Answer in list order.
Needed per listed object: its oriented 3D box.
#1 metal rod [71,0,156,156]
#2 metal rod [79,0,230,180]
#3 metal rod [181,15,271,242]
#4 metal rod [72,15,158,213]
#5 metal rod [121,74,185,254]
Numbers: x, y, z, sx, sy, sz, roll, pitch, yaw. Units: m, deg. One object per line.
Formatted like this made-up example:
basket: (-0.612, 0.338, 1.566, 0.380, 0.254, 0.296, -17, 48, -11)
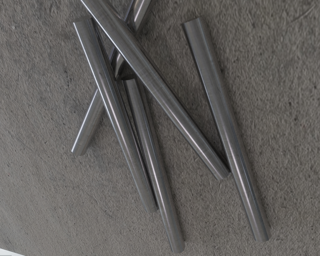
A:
metal rod: (-0.067, -0.062, 0.403, 0.025, 0.025, 0.298, 36, 129, 4)
metal rod: (-0.006, -0.054, 0.353, 0.025, 0.025, 0.300, -24, 113, 36)
metal rod: (0.086, 0.017, 0.371, 0.025, 0.025, 0.299, -9, 114, 32)
metal rod: (-0.048, 0.004, 0.412, 0.025, 0.025, 0.298, 2, 126, 27)
metal rod: (-0.003, 0.067, 0.449, 0.025, 0.025, 0.298, 0, 119, 28)
